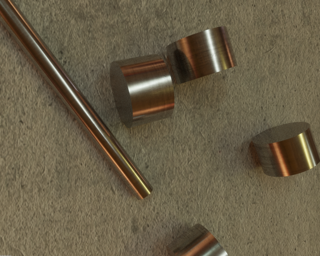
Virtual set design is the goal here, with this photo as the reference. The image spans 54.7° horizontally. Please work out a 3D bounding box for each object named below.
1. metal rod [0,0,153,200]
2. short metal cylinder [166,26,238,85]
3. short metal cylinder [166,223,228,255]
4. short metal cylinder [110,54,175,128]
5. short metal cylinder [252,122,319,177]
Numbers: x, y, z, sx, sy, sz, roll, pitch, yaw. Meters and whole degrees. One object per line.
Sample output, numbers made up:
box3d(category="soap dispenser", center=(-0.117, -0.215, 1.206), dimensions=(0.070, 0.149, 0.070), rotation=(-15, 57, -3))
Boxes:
box3d(category="metal rod", center=(-0.103, -0.035, 0.370), dimensions=(0.025, 0.025, 0.299), rotation=(-39, 103, -16))
box3d(category="short metal cylinder", center=(0.053, -0.092, 0.399), dimensions=(0.081, 0.080, 0.050), rotation=(-20, 97, -19))
box3d(category="short metal cylinder", center=(0.052, 0.172, 0.399), dimensions=(0.050, 0.080, 0.080), rotation=(-32, 101, -17))
box3d(category="short metal cylinder", center=(-0.023, -0.045, 0.371), dimensions=(0.050, 0.080, 0.080), rotation=(-16, 96, -19))
box3d(category="short metal cylinder", center=(0.181, 0.029, 0.447), dimensions=(0.081, 0.080, 0.050), rotation=(-24, 99, -18))
